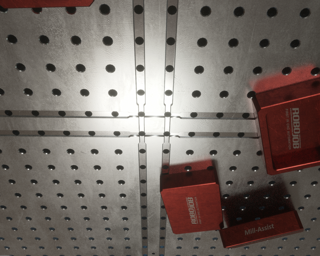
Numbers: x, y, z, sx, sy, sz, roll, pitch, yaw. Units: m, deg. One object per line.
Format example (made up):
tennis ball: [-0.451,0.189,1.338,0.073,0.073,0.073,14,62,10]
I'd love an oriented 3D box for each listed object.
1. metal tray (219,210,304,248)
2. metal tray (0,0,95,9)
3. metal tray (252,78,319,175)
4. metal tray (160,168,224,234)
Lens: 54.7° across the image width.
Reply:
metal tray: [0.179,0.180,0.541,0.130,0.030,0.090,-21,153,16]
metal tray: [-0.108,-0.172,0.261,0.091,0.030,0.129,-1,130,0]
metal tray: [0.179,0.004,0.414,0.090,0.030,0.129,-14,129,11]
metal tray: [0.056,0.126,0.517,0.090,0.030,0.129,-9,130,7]
